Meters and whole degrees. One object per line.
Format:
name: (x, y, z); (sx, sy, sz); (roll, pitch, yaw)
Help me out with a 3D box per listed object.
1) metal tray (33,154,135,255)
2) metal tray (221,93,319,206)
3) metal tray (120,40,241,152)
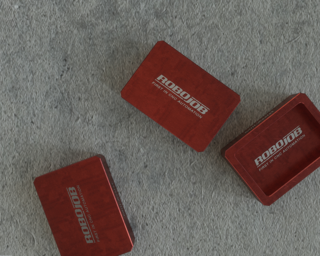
metal tray: (-0.097, 0.110, 0.407); (0.090, 0.030, 0.129); (-20, 90, 0)
metal tray: (0.159, 0.027, 0.408); (0.130, 0.030, 0.090); (-38, 90, 0)
metal tray: (0.026, -0.040, 0.408); (0.130, 0.030, 0.090); (36, 90, 0)
